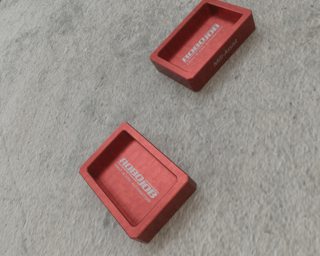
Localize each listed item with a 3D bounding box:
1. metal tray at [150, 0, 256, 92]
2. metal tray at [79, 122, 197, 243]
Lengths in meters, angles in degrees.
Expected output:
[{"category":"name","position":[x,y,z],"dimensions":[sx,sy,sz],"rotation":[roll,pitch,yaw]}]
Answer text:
[{"category":"metal tray","position":[0.060,-0.122,0.443],"dimensions":[0.130,0.030,0.090],"rotation":[-48,52,-6]},{"category":"metal tray","position":[-0.031,0.061,0.378],"dimensions":[0.090,0.030,0.130],"rotation":[-47,52,-5]}]
